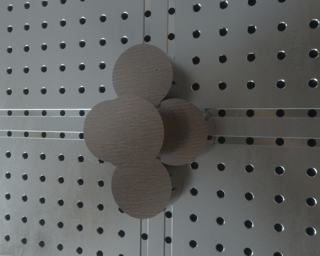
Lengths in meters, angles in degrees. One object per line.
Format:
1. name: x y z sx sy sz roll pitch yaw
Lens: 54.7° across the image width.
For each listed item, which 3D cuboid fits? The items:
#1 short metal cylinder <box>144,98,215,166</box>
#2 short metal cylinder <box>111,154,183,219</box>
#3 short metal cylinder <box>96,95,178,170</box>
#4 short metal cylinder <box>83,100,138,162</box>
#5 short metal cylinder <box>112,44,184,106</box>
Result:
1. short metal cylinder: 0.025 0.005 0.390 0.080 0.050 0.080 0 90 20
2. short metal cylinder: -0.016 0.072 0.404 0.080 0.050 0.080 -1 88 19
3. short metal cylinder: -0.025 0.005 0.354 0.080 0.050 0.079 0 90 20
4. short metal cylinder: -0.055 0.004 0.419 0.080 0.050 0.079 0 90 20
5. short metal cylinder: -0.014 -0.064 0.404 0.080 0.050 0.079 0 90 19
